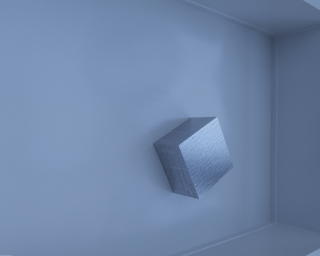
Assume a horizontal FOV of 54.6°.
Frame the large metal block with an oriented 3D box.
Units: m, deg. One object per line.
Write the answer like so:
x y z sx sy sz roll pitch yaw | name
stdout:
0.048 0.038 0.430 0.080 0.050 0.080 -34 111 -35 | large metal block
